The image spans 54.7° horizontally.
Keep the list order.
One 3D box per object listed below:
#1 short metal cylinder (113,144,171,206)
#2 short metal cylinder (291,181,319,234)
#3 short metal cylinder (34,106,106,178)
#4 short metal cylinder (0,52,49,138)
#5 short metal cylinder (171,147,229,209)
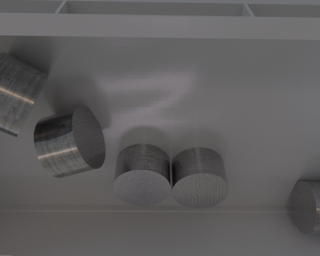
[{"bbox_3d":[-0.025,0.069,0.451,0.081,0.050,0.079,0,130,0],"label":"short metal cylinder"},{"bbox_3d":[0.246,0.123,0.480,0.050,0.080,0.079,2,130,-2],"label":"short metal cylinder"},{"bbox_3d":[-0.110,0.018,0.387,0.050,0.080,0.080,-16,129,13],"label":"short metal cylinder"},{"bbox_3d":[-0.164,-0.036,0.341,0.050,0.080,0.080,27,125,-21],"label":"short metal cylinder"},{"bbox_3d":[0.057,0.074,0.456,0.081,0.050,0.079,0,130,0],"label":"short metal cylinder"}]
